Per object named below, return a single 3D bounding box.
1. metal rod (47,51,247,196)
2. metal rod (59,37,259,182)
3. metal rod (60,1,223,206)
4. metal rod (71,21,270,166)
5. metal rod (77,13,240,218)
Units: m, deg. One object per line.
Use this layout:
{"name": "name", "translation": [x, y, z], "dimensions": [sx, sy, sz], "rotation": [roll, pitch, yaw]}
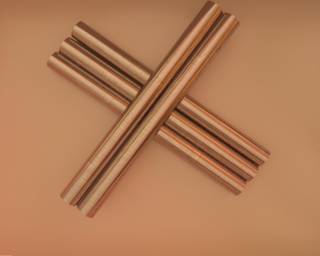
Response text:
{"name": "metal rod", "translation": [-0.017, -0.005, 0.410], "dimensions": [0.301, 0.025, 0.025], "rotation": [34, 90, 0]}
{"name": "metal rod", "translation": [-0.001, -0.024, 0.410], "dimensions": [0.301, 0.025, 0.025], "rotation": [34, 90, 0]}
{"name": "metal rod", "translation": [-0.023, -0.030, 0.385], "dimensions": [0.025, 0.025, 0.300], "rotation": [37, 90, 0]}
{"name": "metal rod", "translation": [0.014, -0.045, 0.410], "dimensions": [0.301, 0.025, 0.025], "rotation": [35, 90, 0]}
{"name": "metal rod", "translation": [-0.002, -0.016, 0.385], "dimensions": [0.025, 0.025, 0.300], "rotation": [37, 90, 0]}
